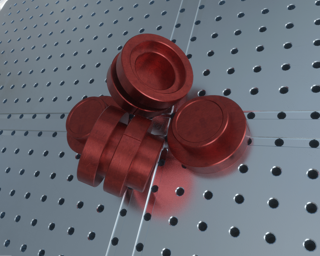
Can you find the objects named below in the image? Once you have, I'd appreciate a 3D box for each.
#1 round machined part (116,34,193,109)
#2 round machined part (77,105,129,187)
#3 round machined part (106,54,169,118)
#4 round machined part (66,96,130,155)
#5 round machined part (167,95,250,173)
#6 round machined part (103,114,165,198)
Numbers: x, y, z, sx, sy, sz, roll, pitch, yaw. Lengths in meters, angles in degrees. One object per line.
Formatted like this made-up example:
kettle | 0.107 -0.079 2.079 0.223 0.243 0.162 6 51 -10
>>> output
round machined part | -0.010 -0.069 0.401 0.042 0.099 0.098 -41 35 56
round machined part | -0.056 0.026 0.370 0.042 0.098 0.098 22 71 3
round machined part | -0.026 -0.058 0.426 0.042 0.099 0.098 -41 35 56
round machined part | -0.097 -0.007 0.453 0.098 0.042 0.098 -13 56 21
round machined part | 0.053 0.001 0.370 0.098 0.042 0.098 -13 56 21
round machined part | -0.026 0.037 0.365 0.042 0.098 0.098 23 71 3
